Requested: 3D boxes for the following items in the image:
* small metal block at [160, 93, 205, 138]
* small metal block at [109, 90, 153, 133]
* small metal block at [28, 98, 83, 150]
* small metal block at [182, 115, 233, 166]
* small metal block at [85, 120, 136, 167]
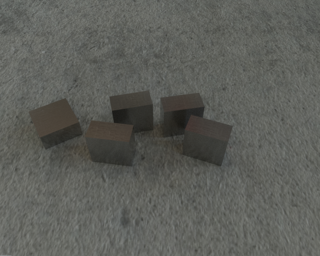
[{"bbox_3d":[0.027,-0.016,0.401,0.050,0.050,0.025,-8,51,-7],"label":"small metal block"},{"bbox_3d":[-0.036,-0.018,0.402,0.050,0.050,0.025,-10,51,-9],"label":"small metal block"},{"bbox_3d":[-0.137,-0.007,0.407,0.050,0.025,0.050,-24,54,-19],"label":"small metal block"},{"bbox_3d":[0.056,0.016,0.375,0.050,0.050,0.025,16,52,12],"label":"small metal block"},{"bbox_3d":[-0.057,0.019,0.370,0.050,0.050,0.025,6,51,5],"label":"small metal block"}]
